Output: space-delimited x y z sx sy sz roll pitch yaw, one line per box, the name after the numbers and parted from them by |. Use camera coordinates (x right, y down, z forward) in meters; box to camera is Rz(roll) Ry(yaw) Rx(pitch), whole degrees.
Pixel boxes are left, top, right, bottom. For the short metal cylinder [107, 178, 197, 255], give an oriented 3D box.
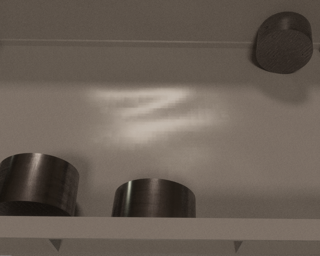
-0.006 0.090 0.294 0.081 0.080 0.050 2 50 2 | short metal cylinder

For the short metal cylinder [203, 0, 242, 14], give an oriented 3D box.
0.119 -0.264 0.595 0.050 0.080 0.080 -9 51 -8 | short metal cylinder

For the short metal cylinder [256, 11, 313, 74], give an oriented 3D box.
0.193 -0.132 0.483 0.080 0.080 0.050 11 51 9 | short metal cylinder

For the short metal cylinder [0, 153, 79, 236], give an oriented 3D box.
-0.125 0.068 0.310 0.081 0.080 0.050 -2 50 -2 | short metal cylinder
